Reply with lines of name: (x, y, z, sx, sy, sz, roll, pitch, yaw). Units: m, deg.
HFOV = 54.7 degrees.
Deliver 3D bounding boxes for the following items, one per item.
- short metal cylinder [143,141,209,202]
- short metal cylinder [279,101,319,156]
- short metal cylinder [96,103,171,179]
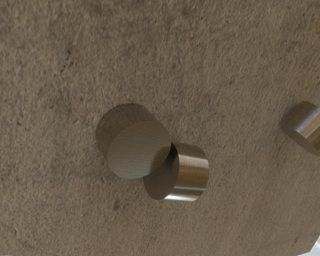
short metal cylinder: (0.020, 0.059, 0.420, 0.050, 0.080, 0.080, 14, 111, -34)
short metal cylinder: (0.246, 0.001, 0.510, 0.050, 0.080, 0.080, -47, 130, 4)
short metal cylinder: (-0.033, 0.016, 0.383, 0.081, 0.050, 0.079, -14, 125, -21)
